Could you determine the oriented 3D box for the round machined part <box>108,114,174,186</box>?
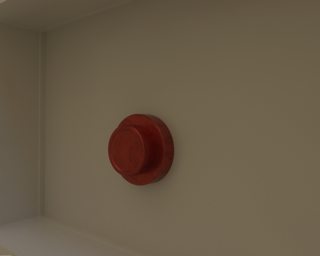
[{"bbox_3d":[-0.033,0.030,0.421,0.098,0.042,0.097,0,90,39],"label":"round machined part"}]
